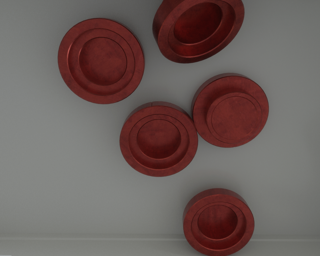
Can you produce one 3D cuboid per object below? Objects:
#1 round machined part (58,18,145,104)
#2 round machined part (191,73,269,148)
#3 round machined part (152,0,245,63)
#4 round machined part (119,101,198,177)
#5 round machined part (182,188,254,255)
[{"bbox_3d":[-0.067,-0.081,0.371,0.099,0.042,0.097,0,110,-1],"label":"round machined part"},{"bbox_3d":[0.091,-0.018,0.397,0.099,0.042,0.097,0,110,-1],"label":"round machined part"},{"bbox_3d":[0.038,-0.121,0.340,0.099,0.042,0.098,-16,151,-9],"label":"round machined part"},{"bbox_3d":[-0.001,0.011,0.406,0.099,0.042,0.097,0,110,-1],"label":"round machined part"},{"bbox_3d":[0.082,0.131,0.448,0.099,0.042,0.097,0,104,1],"label":"round machined part"}]
